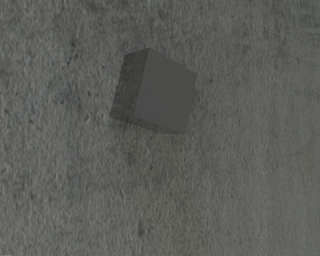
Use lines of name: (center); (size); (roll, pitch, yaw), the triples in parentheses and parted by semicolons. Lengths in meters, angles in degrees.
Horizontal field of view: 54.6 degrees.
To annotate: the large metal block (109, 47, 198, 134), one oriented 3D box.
large metal block: (-0.006, -0.041, 0.382); (0.080, 0.050, 0.080); (20, 78, -38)
